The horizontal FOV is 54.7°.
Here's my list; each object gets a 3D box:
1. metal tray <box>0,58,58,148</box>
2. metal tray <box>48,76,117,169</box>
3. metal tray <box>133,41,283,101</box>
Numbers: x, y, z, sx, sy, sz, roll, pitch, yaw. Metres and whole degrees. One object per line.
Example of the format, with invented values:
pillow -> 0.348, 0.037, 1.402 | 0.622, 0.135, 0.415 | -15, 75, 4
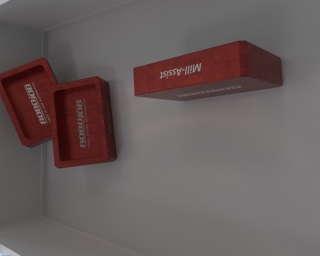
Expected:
metal tray -> -0.208, -0.042, 0.522 | 0.130, 0.091, 0.030 | 64, 170, 6
metal tray -> -0.121, -0.007, 0.480 | 0.090, 0.030, 0.129 | -9, 84, 14
metal tray -> 0.048, -0.053, 0.324 | 0.130, 0.091, 0.030 | -5, 87, 40
